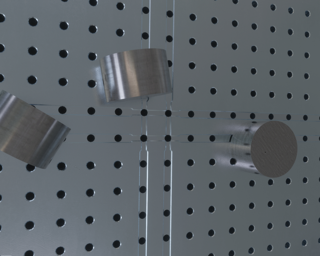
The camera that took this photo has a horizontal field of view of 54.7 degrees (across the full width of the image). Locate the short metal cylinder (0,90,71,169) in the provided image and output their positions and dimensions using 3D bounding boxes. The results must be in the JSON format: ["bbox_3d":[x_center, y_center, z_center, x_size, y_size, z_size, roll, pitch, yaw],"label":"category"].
[{"bbox_3d":[-0.144,0.002,0.330,0.080,0.080,0.050,33,80,-17],"label":"short metal cylinder"}]

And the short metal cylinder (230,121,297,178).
[{"bbox_3d":[0.152,0.029,0.455,0.081,0.050,0.079,0,90,-20],"label":"short metal cylinder"}]

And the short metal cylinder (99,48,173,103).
[{"bbox_3d":[-0.028,-0.061,0.373,0.081,0.080,0.050,-10,94,-20],"label":"short metal cylinder"}]
